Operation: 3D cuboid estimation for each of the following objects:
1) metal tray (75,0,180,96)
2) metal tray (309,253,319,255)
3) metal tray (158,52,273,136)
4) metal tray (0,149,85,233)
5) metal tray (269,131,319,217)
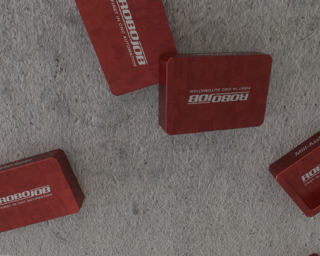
[{"bbox_3d":[-0.034,-0.113,0.365,0.090,0.030,0.129,-17,109,6],"label":"metal tray"},{"bbox_3d":[0.229,0.275,0.511,0.130,0.030,0.090,-38,106,12],"label":"metal tray"},{"bbox_3d":[0.065,-0.043,0.372,0.131,0.030,0.089,-5,112,-16],"label":"metal tray"},{"bbox_3d":[-0.185,0.090,0.438,0.131,0.030,0.090,-16,110,5],"label":"metal tray"},{"bbox_3d":[0.232,0.054,0.428,0.130,0.030,0.090,-39,106,13],"label":"metal tray"}]
